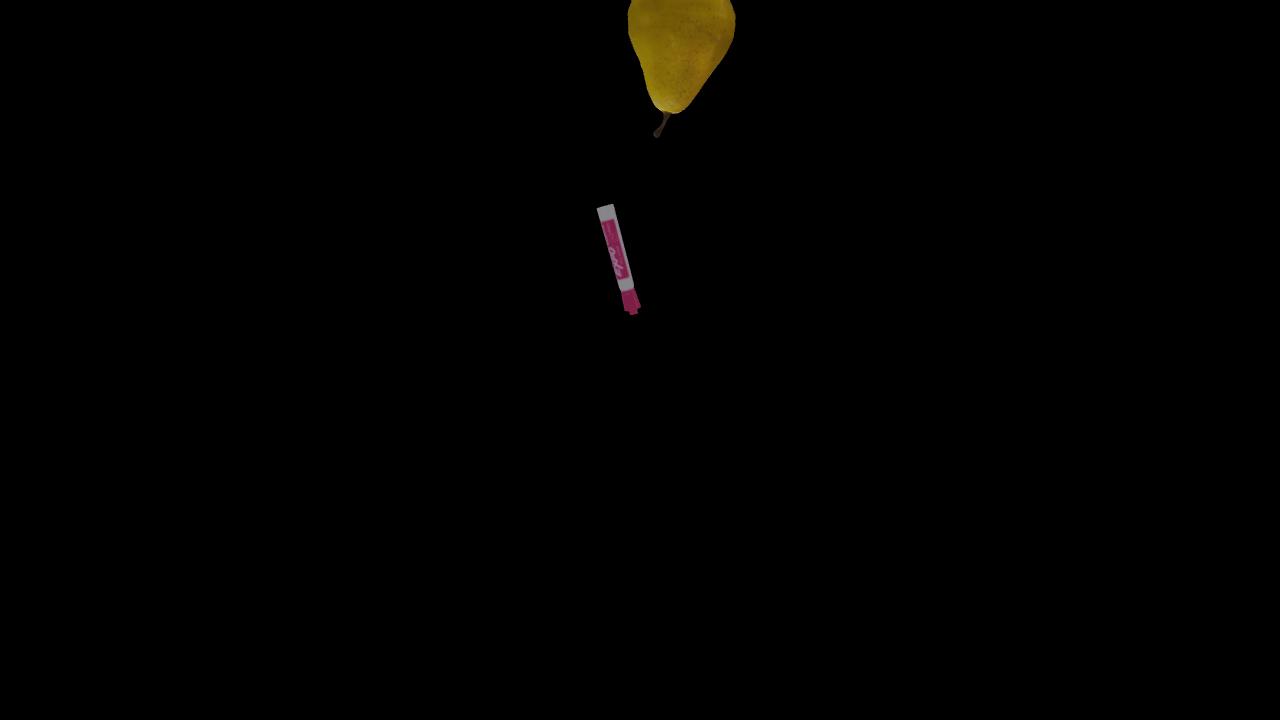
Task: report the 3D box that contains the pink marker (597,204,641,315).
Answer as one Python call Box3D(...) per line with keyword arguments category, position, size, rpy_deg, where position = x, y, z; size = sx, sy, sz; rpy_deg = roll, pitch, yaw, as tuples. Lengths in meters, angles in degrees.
Box3D(category="pink marker", position=(-0.022, -0.108, 0.669), size=(0.020, 0.121, 0.020), rpy_deg=(-14, 13, 3))

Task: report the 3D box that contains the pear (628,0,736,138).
Box3D(category="pear", position=(0.031, -0.227, 0.463), size=(0.080, 0.111, 0.080), rpy_deg=(-2, 14, 0))
